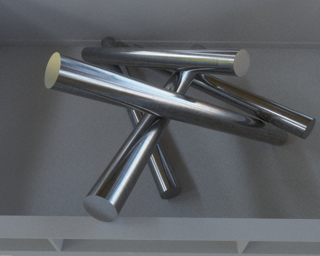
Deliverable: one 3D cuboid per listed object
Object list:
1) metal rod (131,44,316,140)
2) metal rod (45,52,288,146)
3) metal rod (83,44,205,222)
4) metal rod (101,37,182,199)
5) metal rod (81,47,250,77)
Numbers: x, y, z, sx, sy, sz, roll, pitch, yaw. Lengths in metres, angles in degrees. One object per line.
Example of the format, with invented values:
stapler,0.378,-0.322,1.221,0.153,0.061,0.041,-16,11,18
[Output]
metal rod,0.058,-0.063,0.421,0.025,0.025,0.300,-36,48,-26
metal rod,0.041,-0.014,0.303,0.302,0.025,0.025,12,39,-40
metal rod,0.007,-0.027,0.323,0.025,0.025,0.301,15,37,12
metal rod,-0.037,-0.036,0.434,0.025,0.025,0.300,-15,52,-12
metal rod,-0.021,-0.090,0.398,0.025,0.025,0.300,-38,34,-27
